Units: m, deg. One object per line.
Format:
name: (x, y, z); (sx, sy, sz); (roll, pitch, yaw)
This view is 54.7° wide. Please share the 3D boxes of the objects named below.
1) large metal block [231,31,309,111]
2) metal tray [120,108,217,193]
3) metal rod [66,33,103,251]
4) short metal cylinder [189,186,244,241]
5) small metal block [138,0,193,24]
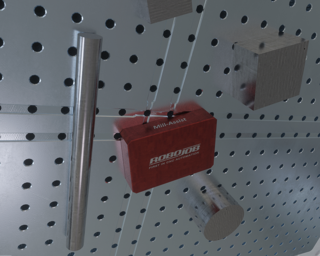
large metal block: (0.148, -0.080, 0.427); (0.081, 0.050, 0.079); (-19, 126, -18)
metal tray: (0.015, 0.031, 0.435); (0.131, 0.030, 0.089); (-15, 125, -20)
metal rod: (-0.097, 0.037, 0.381); (0.025, 0.025, 0.298); (-3, 120, -27)
short metal cylinder: (0.098, 0.149, 0.541); (0.081, 0.050, 0.079); (-14, 124, -21)
small metal block: (0.004, -0.143, 0.325); (0.050, 0.025, 0.050); (-22, 127, -16)
